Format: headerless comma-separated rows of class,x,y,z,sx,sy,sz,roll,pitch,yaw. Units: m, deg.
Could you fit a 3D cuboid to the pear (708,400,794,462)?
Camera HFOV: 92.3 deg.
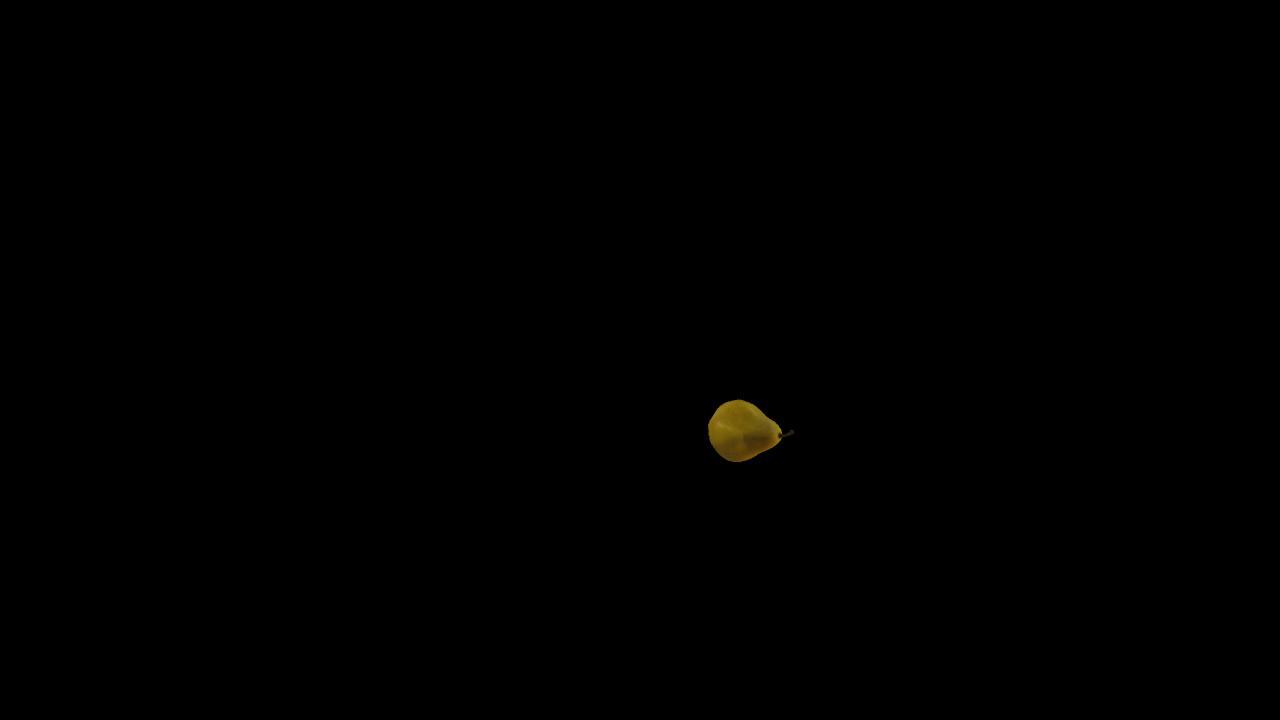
pear,0.142,0.096,0.776,0.080,0.080,0.111,0,11,-41
